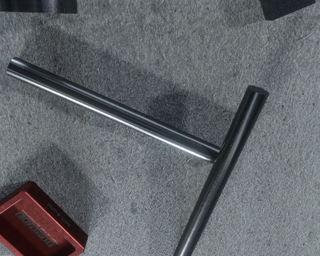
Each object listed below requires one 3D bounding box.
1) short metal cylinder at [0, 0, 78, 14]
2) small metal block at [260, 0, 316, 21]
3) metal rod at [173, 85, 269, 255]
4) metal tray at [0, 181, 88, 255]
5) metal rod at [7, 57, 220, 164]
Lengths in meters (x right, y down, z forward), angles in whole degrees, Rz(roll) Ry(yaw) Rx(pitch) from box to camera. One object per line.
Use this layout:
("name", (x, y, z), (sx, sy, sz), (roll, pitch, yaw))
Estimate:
("short metal cylinder", (-0.129, -0.148, 0.324), (0.081, 0.080, 0.050), (1, 110, -1))
("small metal block", (0.142, -0.157, 0.354), (0.050, 0.025, 0.050), (-22, 109, 7))
("metal rod", (0.072, 0.083, 0.419), (0.025, 0.025, 0.298), (15, 118, -6))
("metal tray", (-0.184, 0.152, 0.460), (0.090, 0.030, 0.130), (-34, 107, 11))
("metal rod", (-0.045, -0.016, 0.403), (0.302, 0.025, 0.025), (24, 108, -9))
